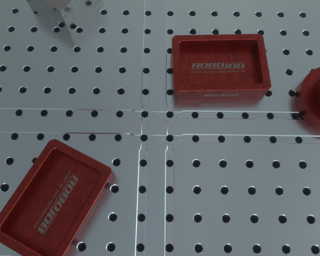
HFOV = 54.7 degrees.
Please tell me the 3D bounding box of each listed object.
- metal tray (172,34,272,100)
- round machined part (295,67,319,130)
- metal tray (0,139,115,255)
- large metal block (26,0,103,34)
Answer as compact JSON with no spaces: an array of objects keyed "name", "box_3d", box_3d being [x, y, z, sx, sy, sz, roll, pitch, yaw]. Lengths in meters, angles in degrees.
[{"name":"metal tray","box_3d":[0.083,-0.087,0.441,0.131,0.030,0.090,-1,70,-1]},{"name":"round machined part","box_3d":[0.242,-0.043,0.420,0.099,0.042,0.098,0,70,0]},{"name":"metal tray","box_3d":[-0.126,0.089,0.375,0.090,0.030,0.130,26,72,9]},{"name":"large metal block","box_3d":[-0.148,-0.206,0.472,0.080,0.050,0.080,33,73,11]}]
